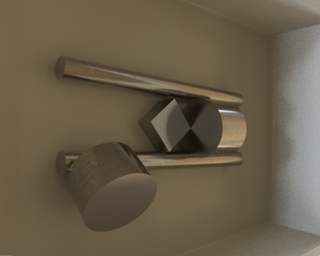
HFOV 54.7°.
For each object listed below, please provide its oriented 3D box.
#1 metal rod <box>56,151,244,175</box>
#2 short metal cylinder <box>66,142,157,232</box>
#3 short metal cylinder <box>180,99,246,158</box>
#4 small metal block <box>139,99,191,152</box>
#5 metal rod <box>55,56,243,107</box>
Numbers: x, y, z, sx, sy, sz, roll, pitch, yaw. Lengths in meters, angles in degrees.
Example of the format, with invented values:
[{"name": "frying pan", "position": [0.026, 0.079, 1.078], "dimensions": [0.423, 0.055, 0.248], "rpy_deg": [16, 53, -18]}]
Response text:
[{"name": "metal rod", "position": [0.013, 0.044, 0.417], "dimensions": [0.302, 0.025, 0.025], "rpy_deg": [4, 88, -40]}, {"name": "short metal cylinder", "position": [-0.051, 0.061, 0.325], "dimensions": [0.081, 0.050, 0.079], "rpy_deg": [-21, 135, -23]}, {"name": "short metal cylinder", "position": [0.071, 0.001, 0.431], "dimensions": [0.050, 0.080, 0.079], "rpy_deg": [2, 89, -40]}, {"name": "small metal block", "position": [0.007, -0.004, 0.413], "dimensions": [0.050, 0.025, 0.050], "rpy_deg": [-45, 118, -31]}, {"name": "metal rod", "position": [0.012, -0.054, 0.416], "dimensions": [0.302, 0.025, 0.025], "rpy_deg": [4, 88, -40]}]
